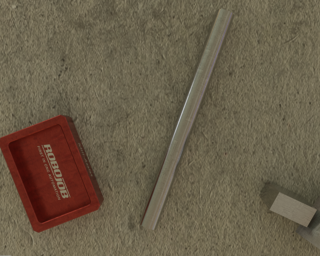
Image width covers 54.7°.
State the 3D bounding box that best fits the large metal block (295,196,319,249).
[{"bbox_3d":[0.232,0.124,0.386,0.080,0.050,0.080,34,90,-26],"label":"large metal block"}]

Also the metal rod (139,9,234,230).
[{"bbox_3d":[0.035,-0.011,0.410,0.025,0.025,0.299,20,90,-1],"label":"metal rod"}]

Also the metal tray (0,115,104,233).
[{"bbox_3d":[-0.140,0.058,0.405,0.090,0.030,0.129,-21,90,-1],"label":"metal tray"}]

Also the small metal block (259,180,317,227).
[{"bbox_3d":[0.162,0.096,0.398,0.050,0.050,0.025,25,98,0],"label":"small metal block"}]
